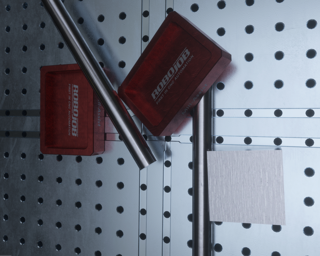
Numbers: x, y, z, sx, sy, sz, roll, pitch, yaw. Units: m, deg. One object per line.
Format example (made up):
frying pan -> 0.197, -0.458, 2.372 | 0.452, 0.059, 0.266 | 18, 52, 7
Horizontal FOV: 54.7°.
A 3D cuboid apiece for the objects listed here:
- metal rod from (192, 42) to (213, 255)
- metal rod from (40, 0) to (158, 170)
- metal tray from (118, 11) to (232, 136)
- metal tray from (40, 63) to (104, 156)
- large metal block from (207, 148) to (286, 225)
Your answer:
metal rod -> 0.054, 0.043, 0.393 | 0.025, 0.025, 0.298 | 0, 90, 19
metal rod -> -0.091, -0.079, 0.411 | 0.025, 0.025, 0.299 | -34, 82, 16
metal tray -> 0.013, -0.064, 0.385 | 0.090, 0.030, 0.129 | 48, 114, 24
metal tray -> -0.129, -0.026, 0.453 | 0.090, 0.030, 0.129 | 0, 90, 19
large metal block -> 0.102, 0.064, 0.363 | 0.080, 0.050, 0.079 | -3, 89, 19
